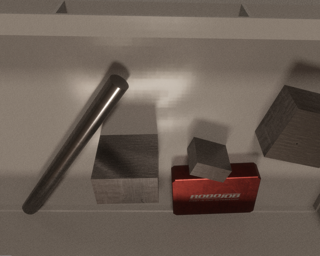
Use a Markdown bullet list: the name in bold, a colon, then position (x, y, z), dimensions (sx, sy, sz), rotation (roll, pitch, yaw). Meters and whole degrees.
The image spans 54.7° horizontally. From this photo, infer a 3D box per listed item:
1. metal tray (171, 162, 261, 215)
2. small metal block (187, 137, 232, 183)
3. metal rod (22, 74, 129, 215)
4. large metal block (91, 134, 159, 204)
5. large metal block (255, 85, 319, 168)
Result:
- **metal tray**: position (0.085, 0.098, 0.491), dimensions (0.131, 0.030, 0.089), rotation (-3, 130, 1)
- **small metal block**: position (0.067, 0.044, 0.431), dimensions (0.050, 0.050, 0.025), rotation (15, 128, -13)
- **metal rod**: position (-0.133, 0.040, 0.441), dimensions (0.025, 0.025, 0.298), rotation (28, 125, -22)
- **large metal block**: position (-0.043, 0.054, 0.418), dimensions (0.081, 0.080, 0.050), rotation (-1, 130, 0)
- **large metal block**: position (0.182, 0.000, 0.395), dimensions (0.081, 0.050, 0.079), rotation (12, 129, -11)
